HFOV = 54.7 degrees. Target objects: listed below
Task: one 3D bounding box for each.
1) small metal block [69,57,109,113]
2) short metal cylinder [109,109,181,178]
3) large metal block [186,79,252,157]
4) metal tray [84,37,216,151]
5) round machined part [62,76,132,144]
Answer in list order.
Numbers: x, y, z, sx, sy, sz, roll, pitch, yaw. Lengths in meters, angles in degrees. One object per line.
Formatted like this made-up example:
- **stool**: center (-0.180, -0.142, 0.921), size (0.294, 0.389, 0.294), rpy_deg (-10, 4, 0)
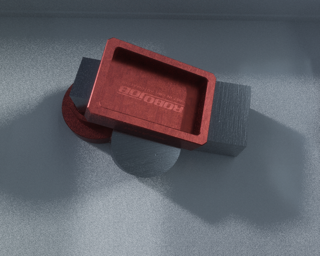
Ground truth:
- **small metal block**: center (-0.081, -0.047, 0.366), size (0.025, 0.050, 0.050), rpy_deg (12, 71, 4)
- **short metal cylinder**: center (-0.020, 0.019, 0.375), size (0.081, 0.050, 0.080), rpy_deg (1, 83, -12)
- **large metal block**: center (0.068, -0.013, 0.399), size (0.080, 0.050, 0.080), rpy_deg (9, 70, 3)
- **metal tray**: center (-0.007, -0.035, 0.343), size (0.131, 0.030, 0.090), rpy_deg (17, 70, -15)
- **round machined part**: center (-0.081, -0.032, 0.409), size (0.099, 0.042, 0.098), rpy_deg (0, 70, -1)
